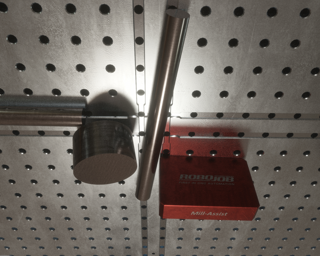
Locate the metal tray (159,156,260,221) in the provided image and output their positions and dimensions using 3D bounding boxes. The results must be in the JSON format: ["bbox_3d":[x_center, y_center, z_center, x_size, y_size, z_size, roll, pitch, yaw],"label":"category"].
[{"bbox_3d":[0.064,0.083,0.441,0.131,0.090,0.030,2,130,-3],"label":"metal tray"}]

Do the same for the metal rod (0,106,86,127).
[{"bbox_3d":[-0.249,-0.017,0.393,0.302,0.025,0.025,1,130,-2],"label":"metal rod"}]

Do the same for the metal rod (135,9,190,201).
[{"bbox_3d":[-0.005,-0.004,0.408,0.025,0.025,0.298,6,130,-6],"label":"metal rod"}]

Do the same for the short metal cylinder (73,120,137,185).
[{"bbox_3d":[-0.073,0.034,0.409,0.081,0.050,0.080,-9,145,-6],"label":"short metal cylinder"}]
